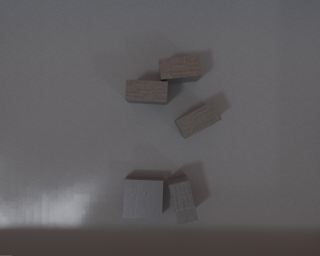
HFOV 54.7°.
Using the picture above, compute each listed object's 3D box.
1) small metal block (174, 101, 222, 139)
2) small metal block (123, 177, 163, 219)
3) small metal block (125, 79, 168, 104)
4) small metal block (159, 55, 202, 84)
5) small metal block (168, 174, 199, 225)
[{"bbox_3d":[0.047,-0.010,0.399,0.050,0.050,0.025,-28,90,0],"label":"small metal block"},{"bbox_3d":[-0.022,0.092,0.411,0.050,0.025,0.050,2,90,0],"label":"small metal block"},{"bbox_3d":[-0.016,-0.045,0.399,0.050,0.050,0.025,3,90,0],"label":"small metal block"},{"bbox_3d":[0.025,-0.074,0.399,0.050,0.050,0.025,-6,90,0],"label":"small metal block"},{"bbox_3d":[0.029,0.090,0.399,0.025,0.050,0.050,-14,90,0],"label":"small metal block"}]
